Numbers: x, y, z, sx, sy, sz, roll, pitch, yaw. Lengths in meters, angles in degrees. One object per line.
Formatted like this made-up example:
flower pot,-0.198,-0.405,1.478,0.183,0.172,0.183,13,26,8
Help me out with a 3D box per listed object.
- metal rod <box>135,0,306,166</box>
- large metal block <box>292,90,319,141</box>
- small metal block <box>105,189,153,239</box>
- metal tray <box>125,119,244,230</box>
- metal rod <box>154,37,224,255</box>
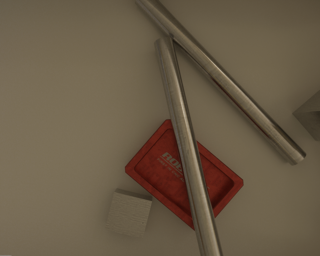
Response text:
metal rod,0.080,-0.066,0.412,0.025,0.025,0.300,-44,91,0
large metal block,0.229,-0.027,0.387,0.080,0.080,0.050,-40,90,0
small metal block,-0.041,0.112,0.411,0.050,0.025,0.050,14,90,-1
metal tray,0.031,0.061,0.409,0.130,0.030,0.090,40,90,-1
metal rod,0.034,0.030,0.373,0.025,0.025,0.299,-12,77,0
